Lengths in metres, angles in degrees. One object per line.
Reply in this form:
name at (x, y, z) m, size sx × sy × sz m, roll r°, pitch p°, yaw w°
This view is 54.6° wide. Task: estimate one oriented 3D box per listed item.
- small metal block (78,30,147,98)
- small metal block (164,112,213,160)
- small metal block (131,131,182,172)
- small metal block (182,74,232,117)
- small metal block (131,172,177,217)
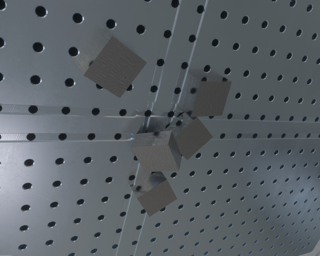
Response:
small metal block at (-0.052, -0.069, 0.340) m, size 0.050 × 0.025 × 0.050 m, roll 32°, pitch 101°, yaw -38°
small metal block at (0.039, 0.010, 0.438) m, size 0.050 × 0.025 × 0.050 m, roll -43°, pitch 130°, yaw 1°
small metal block at (-0.003, 0.032, 0.412) m, size 0.050 × 0.025 × 0.050 m, roll -6°, pitch 131°, yaw 20°
small metal block at (0.063, -0.044, 0.418) m, size 0.050 × 0.025 × 0.050 m, roll -3°, pitch 120°, yaw -27°
small metal block at (-0.008, 0.098, 0.467) m, size 0.050 × 0.025 × 0.050 m, roll -32°, pitch 129°, yaw -8°
